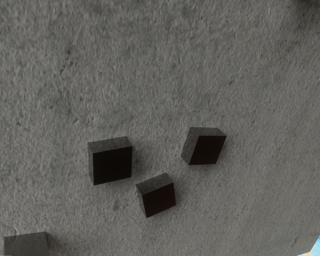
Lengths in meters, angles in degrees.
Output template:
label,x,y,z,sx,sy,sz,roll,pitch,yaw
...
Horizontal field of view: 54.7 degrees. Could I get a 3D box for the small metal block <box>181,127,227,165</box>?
label,x,y,z,sx,sy,sz,roll,pitch,yaw
small metal block,0.065,0.027,0.461,0.050,0.025,0.050,1,118,-30

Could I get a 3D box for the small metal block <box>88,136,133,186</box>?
label,x,y,z,sx,sy,sz,roll,pitch,yaw
small metal block,-0.064,0.042,0.399,0.050,0.025,0.050,-9,123,-24

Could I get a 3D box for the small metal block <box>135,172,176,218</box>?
label,x,y,z,sx,sy,sz,roll,pitch,yaw
small metal block,-0.006,0.102,0.469,0.050,0.025,0.050,-20,126,-17

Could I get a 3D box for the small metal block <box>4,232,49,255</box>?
label,x,y,z,sx,sy,sz,roll,pitch,yaw
small metal block,-0.173,0.165,0.399,0.050,0.050,0.025,2,118,-30
